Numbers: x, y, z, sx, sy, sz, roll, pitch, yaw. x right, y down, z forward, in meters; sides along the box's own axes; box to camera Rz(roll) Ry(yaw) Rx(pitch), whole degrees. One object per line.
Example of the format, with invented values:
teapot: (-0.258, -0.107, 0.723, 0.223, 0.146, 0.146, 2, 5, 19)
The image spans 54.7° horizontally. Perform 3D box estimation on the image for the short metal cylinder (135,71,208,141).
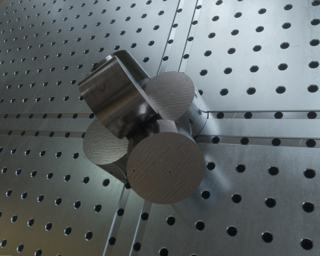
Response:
short metal cylinder: (0.015, -0.026, 0.398, 0.080, 0.050, 0.080, -13, 56, 20)

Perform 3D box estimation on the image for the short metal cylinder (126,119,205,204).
short metal cylinder: (0.004, 0.035, 0.339, 0.080, 0.080, 0.050, -35, 16, 5)

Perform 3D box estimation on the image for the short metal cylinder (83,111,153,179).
short metal cylinder: (-0.052, 0.020, 0.405, 0.080, 0.050, 0.080, -13, 56, 20)

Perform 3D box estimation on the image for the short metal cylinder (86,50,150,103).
short metal cylinder: (-0.059, -0.062, 0.431, 0.080, 0.080, 0.050, -39, 85, 1)

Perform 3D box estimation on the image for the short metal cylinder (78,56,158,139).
short metal cylinder: (-0.046, -0.034, 0.351, 0.050, 0.080, 0.080, -36, 52, 4)
